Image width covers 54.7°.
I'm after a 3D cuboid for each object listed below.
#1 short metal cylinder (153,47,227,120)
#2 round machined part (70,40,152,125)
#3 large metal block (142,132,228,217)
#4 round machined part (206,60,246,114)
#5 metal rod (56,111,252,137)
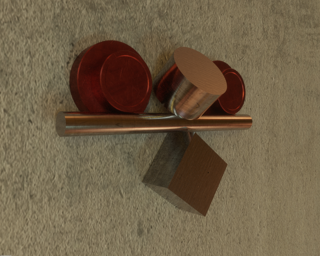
[{"bbox_3d":[0.038,-0.057,0.397,0.080,0.050,0.080,22,43,-22],"label":"short metal cylinder"},{"bbox_3d":[-0.048,-0.051,0.354,0.099,0.042,0.097,0,90,-40],"label":"round machined part"},{"bbox_3d":[0.036,0.060,0.417,0.080,0.050,0.080,43,64,-32],"label":"large metal block"},{"bbox_3d":[0.094,-0.054,0.473,0.099,0.042,0.097,0,90,-40],"label":"round machined part"},{"bbox_3d":[0.020,-0.007,0.395,0.302,0.025,0.025,-1,91,-40],"label":"metal rod"}]
